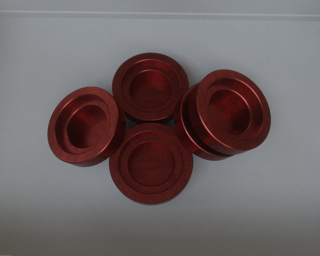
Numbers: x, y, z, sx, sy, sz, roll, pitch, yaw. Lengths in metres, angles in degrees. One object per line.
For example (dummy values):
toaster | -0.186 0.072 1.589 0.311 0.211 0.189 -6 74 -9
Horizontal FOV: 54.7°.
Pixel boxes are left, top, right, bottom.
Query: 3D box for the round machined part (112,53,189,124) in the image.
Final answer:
round machined part | -0.012 -0.048 0.416 0.099 0.042 0.098 0 70 0

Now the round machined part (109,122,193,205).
round machined part | -0.010 0.045 0.381 0.099 0.042 0.098 0 70 0

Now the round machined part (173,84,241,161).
round machined part | 0.061 -0.006 0.390 0.099 0.042 0.098 8 68 -21

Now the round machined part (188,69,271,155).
round machined part | 0.077 -0.016 0.364 0.099 0.042 0.098 8 68 -21

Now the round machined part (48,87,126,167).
round machined part | -0.086 0.001 0.387 0.098 0.042 0.098 -7 68 19
